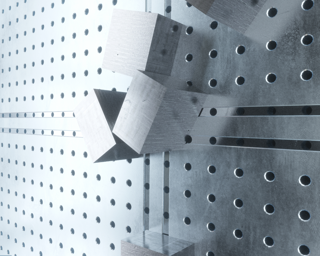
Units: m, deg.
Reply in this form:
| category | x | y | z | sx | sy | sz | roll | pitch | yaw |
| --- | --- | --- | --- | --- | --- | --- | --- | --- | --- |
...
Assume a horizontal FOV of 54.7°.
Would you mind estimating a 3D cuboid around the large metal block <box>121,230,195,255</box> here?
| category | x | y | z | sx | sy | sz | roll | pitch | yaw |
| --- | --- | --- | --- | --- | --- | --- | --- | --- | --- |
| large metal block | -0.004 | 0.184 | 0.394 | 0.080 | 0.050 | 0.079 | 0 | 90 | 39 |

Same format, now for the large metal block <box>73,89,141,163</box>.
| category | x | y | z | sx | sy | sz | roll | pitch | yaw |
| --- | --- | --- | --- | --- | --- | --- | --- | --- | --- |
| large metal block | -0.058 | -0.003 | 0.419 | 0.050 | 0.081 | 0.080 | -39 | 67 | 33 |

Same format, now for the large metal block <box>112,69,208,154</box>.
| category | x | y | z | sx | sy | sz | roll | pitch | yaw |
| --- | --- | --- | --- | --- | --- | --- | --- | --- | --- |
| large metal block | 0.001 | -0.018 | 0.371 | 0.050 | 0.081 | 0.079 | 36 | 112 | 34 |

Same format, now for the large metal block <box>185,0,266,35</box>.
| category | x | y | z | sx | sy | sz | roll | pitch | yaw |
| --- | --- | --- | --- | --- | --- | --- | --- | --- | --- |
| large metal block | 0.073 | -0.151 | 0.312 | 0.050 | 0.081 | 0.080 | 47 | 118 | 29 |

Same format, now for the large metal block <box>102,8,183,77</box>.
| category | x | y | z | sx | sy | sz | roll | pitch | yaw |
| --- | --- | --- | --- | --- | --- | --- | --- | --- | --- |
| large metal block | -0.025 | -0.108 | 0.412 | 0.080 | 0.050 | 0.079 | 23 | 104 | 37 |
